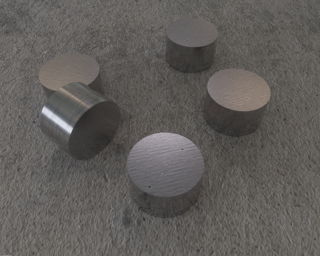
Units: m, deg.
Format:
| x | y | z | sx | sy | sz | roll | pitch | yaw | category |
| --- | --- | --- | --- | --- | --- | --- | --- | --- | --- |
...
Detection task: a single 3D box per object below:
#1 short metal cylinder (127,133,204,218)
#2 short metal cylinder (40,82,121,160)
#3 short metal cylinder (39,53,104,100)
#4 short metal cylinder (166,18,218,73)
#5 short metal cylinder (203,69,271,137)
| x | y | z | sx | sy | sz | roll | pitch | yaw | category |
| --- | --- | --- | --- | --- | --- | --- | --- | --- | --- |
| 0.006 | 0.052 | 0.343 | 0.080 | 0.050 | 0.080 | 0 | 50 | 0 | short metal cylinder |
| -0.094 | -0.008 | 0.374 | 0.050 | 0.080 | 0.080 | 32 | 57 | 24 | short metal cylinder |
| -0.122 | -0.061 | 0.437 | 0.080 | 0.050 | 0.080 | 0 | 50 | 0 | short metal cylinder |
| 0.050 | -0.134 | 0.499 | 0.080 | 0.050 | 0.080 | 0 | 50 | 0 | short metal cylinder |
| 0.101 | -0.035 | 0.417 | 0.080 | 0.050 | 0.080 | 0 | 50 | 0 | short metal cylinder |
